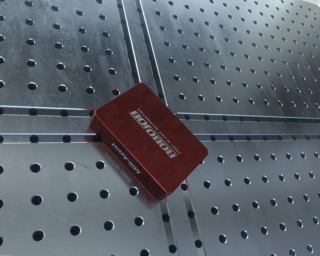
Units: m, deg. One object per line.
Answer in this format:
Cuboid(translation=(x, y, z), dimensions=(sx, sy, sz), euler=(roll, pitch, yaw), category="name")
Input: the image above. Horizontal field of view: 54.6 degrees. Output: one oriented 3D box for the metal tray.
Cuboid(translation=(-0.012, 0.013, 0.390), dimensions=(0.130, 0.030, 0.090), euler=(47, 51, 4), category="metal tray")
